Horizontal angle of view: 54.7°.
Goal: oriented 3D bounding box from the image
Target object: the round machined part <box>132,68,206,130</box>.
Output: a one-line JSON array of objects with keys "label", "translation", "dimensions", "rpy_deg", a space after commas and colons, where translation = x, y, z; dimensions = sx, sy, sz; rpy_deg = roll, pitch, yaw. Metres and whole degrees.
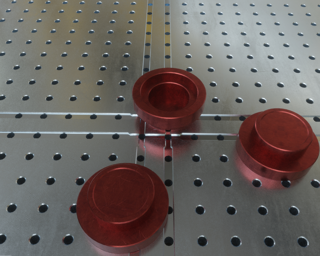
[{"label": "round machined part", "translation": [0.012, -0.036, 0.427], "dimensions": [0.099, 0.042, 0.098], "rpy_deg": [0, 50, 0]}]

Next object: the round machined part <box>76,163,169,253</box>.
[{"label": "round machined part", "translation": [-0.040, 0.077, 0.331], "dimensions": [0.099, 0.042, 0.098], "rpy_deg": [0, 50, 0]}]

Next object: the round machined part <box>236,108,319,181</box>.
[{"label": "round machined part", "translation": [0.149, 0.013, 0.387], "dimensions": [0.099, 0.042, 0.098], "rpy_deg": [1, 50, 0]}]
